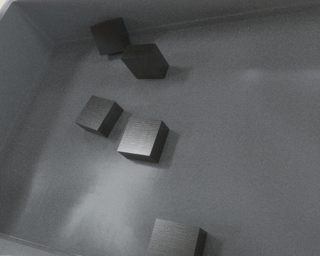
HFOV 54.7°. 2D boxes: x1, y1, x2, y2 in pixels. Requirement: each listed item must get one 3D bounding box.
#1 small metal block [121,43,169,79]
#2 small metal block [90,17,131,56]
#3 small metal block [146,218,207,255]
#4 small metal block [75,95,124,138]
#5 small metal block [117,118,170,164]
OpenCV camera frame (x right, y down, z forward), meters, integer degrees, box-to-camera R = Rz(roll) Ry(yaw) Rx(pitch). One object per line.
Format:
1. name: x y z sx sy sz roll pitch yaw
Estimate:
1. small metal block: -0.022 -0.098 0.461 0.050 0.050 0.025 5 65 30
2. small metal block: -0.083 -0.154 0.525 0.050 0.050 0.025 -4 29 26
3. small metal block: 0.016 0.126 0.320 0.050 0.025 0.050 3 63 29
4. small metal block: -0.091 -0.018 0.465 0.050 0.025 0.050 17 70 34
5. small metal block: -0.021 0.016 0.407 0.050 0.025 0.050 5 64 30
